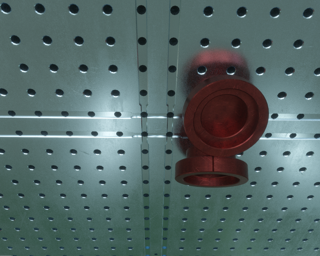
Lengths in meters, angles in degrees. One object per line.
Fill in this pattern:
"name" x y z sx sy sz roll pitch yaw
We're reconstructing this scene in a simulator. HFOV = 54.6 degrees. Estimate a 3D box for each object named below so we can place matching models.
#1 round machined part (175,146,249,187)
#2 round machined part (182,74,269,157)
"round machined part" 0.070 0.052 0.428 0.099 0.042 0.098 2 158 1
"round machined part" 0.076 -0.018 0.375 0.099 0.042 0.097 -1 115 -2
